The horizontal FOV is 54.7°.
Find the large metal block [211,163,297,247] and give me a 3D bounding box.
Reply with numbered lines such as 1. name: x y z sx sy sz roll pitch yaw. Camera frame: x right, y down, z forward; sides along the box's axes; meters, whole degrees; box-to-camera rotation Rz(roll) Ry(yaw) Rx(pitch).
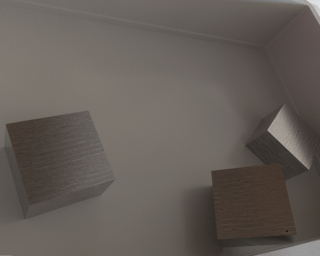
1. large metal block: 0.108 0.092 0.365 0.080 0.050 0.080 -9 57 14

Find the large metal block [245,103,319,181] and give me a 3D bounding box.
1. large metal block: 0.192 0.021 0.480 0.080 0.050 0.080 44 51 2

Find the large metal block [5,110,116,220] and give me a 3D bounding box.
1. large metal block: -0.103 0.035 0.313 0.081 0.050 0.080 -13 68 -33
